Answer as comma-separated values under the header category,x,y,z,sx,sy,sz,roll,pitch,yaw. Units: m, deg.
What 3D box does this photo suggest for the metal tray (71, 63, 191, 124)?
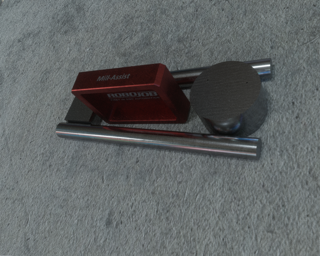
category,x,y,z,sx,sy,sz,roll,pitch,yaw
metal tray,-0.037,-0.040,0.406,0.130,0.090,0.030,0,62,28

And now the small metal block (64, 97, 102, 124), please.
category,x,y,z,sx,sy,sz,roll,pitch,yaw
small metal block,-0.113,-0.027,0.482,0.050,0.025,0.050,5,64,30

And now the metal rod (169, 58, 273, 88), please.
category,x,y,z,sx,sy,sz,roll,pitch,yaw
metal rod,0.002,-0.068,0.446,0.300,0.025,0.025,-2,61,27

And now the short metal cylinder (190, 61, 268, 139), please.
category,x,y,z,sx,sy,sz,roll,pitch,yaw
short metal cylinder,0.082,-0.032,0.365,0.080,0.050,0.080,-13,56,21

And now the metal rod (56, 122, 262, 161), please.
category,x,y,z,sx,sy,sz,roll,pitch,yaw
metal rod,-0.023,0.013,0.410,0.300,0.025,0.025,4,64,30
